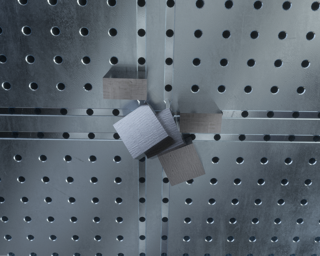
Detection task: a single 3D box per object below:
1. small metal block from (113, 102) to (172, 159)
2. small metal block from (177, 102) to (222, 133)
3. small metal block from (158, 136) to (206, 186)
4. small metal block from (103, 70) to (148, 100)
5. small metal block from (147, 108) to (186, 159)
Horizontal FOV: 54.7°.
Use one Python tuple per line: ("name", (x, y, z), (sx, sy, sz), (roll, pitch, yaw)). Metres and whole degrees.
("small metal block", (-0.021, 0.004, 0.384), (0.050, 0.025, 0.050), (-34, 76, 6))
("small metal block", (0.049, -0.014, 0.396), (0.050, 0.050, 0.025), (1, 110, -1))
("small metal block", (0.030, 0.046, 0.431), (0.050, 0.025, 0.050), (-21, 109, 7))
("small metal block", (-0.041, -0.053, 0.380), (0.050, 0.050, 0.025), (1, 110, -1))
("small metal block", (0.000, 0.008, 0.405), (0.050, 0.025, 0.050), (-24, 78, 8))
